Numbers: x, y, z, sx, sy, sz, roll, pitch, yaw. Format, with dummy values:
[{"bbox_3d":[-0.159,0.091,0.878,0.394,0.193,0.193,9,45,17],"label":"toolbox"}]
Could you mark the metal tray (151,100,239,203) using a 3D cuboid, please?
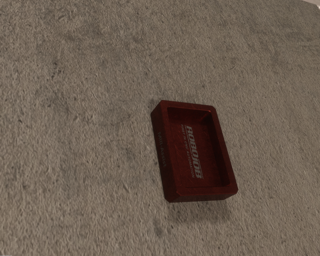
[{"bbox_3d":[0.043,0.029,0.407,0.091,0.030,0.130,4,60,-27],"label":"metal tray"}]
